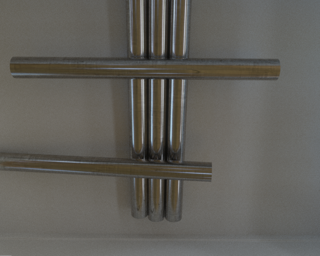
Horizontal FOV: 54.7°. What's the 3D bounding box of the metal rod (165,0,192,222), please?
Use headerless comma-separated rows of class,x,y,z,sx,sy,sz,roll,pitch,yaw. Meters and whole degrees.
metal rod,0.022,-0.008,0.406,0.025,0.025,0.298,1,110,0

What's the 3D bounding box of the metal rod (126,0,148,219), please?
metal rod,-0.028,-0.013,0.405,0.025,0.025,0.298,0,110,0

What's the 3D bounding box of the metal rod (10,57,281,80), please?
metal rod,-0.016,-0.069,0.358,0.302,0.025,0.025,0,110,0

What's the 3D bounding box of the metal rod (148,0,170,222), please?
metal rod,-0.004,-0.008,0.407,0.025,0.025,0.298,1,110,0

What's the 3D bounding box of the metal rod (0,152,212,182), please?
metal rod,-0.085,0.050,0.409,0.302,0.025,0.025,2,110,6
